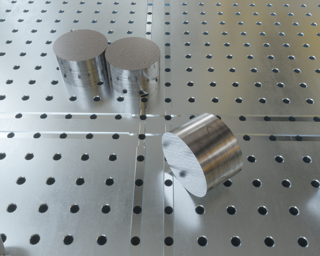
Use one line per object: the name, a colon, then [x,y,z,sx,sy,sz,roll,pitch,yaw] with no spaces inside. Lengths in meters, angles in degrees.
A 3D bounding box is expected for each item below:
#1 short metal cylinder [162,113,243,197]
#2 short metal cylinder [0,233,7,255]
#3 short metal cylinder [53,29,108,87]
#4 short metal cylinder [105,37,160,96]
short metal cylinder: [0.046,0.030,0.348,0.050,0.080,0.080,-28,56,-22]
short metal cylinder: [-0.177,0.122,0.267,0.081,0.080,0.050,-26,55,-20]
short metal cylinder: [-0.119,-0.109,0.482,0.081,0.050,0.080,0,50,0]
short metal cylinder: [-0.040,-0.094,0.470,0.081,0.050,0.080,0,50,0]
